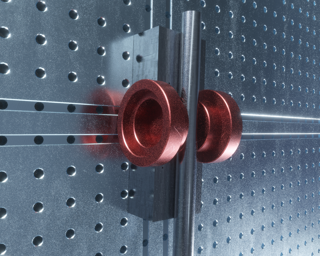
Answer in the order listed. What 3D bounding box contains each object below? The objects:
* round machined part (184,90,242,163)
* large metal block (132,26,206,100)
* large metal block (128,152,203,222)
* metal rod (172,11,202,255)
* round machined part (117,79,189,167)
[{"bbox_3d":[0.057,-0.002,0.409,0.042,0.098,0.097,2,89,-35],"label":"round machined part"},{"bbox_3d":[0.012,-0.078,0.403,0.081,0.050,0.080,3,88,-40],"label":"large metal block"},{"bbox_3d":[0.008,0.069,0.399,0.081,0.050,0.080,4,88,-40],"label":"large metal block"},{"bbox_3d":[0.033,0.012,0.371,0.025,0.025,0.298,3,88,-40],"label":"metal rod"},{"bbox_3d":[-0.005,-0.005,0.356,0.042,0.098,0.097,3,89,-40],"label":"round machined part"}]
